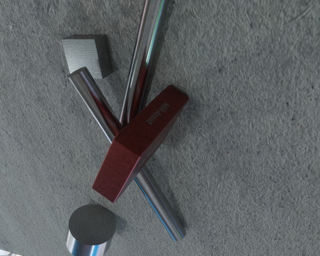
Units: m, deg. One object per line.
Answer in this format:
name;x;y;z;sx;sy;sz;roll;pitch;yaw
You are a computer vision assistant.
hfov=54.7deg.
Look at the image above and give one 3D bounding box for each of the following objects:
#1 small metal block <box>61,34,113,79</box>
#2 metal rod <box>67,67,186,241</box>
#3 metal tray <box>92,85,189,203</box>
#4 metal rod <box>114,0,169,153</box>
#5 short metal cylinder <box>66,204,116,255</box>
small metal block;-0.092;-0.092;0.397;0.050;0.025;0.050;7;122;24
metal rod;-0.034;0.052;0.430;0.025;0.025;0.299;-11;121;32
metal tray;-0.019;0.014;0.356;0.030;0.131;0.089;34;129;5
metal rod;-0.034;-0.041;0.397;0.025;0.025;0.298;27;128;11
short metal cylinder;-0.122;0.183;0.546;0.080;0.080;0.050;28;128;10
